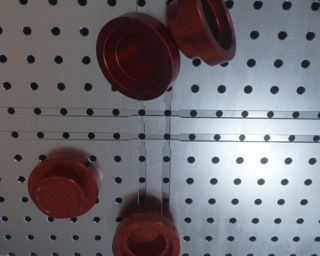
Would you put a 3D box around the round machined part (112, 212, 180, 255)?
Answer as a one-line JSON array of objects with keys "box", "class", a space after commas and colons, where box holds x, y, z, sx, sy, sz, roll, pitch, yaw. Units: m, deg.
[{"box": [-0.020, 0.167, 0.466, 0.099, 0.042, 0.097, 0, 110, -1], "class": "round machined part"}]

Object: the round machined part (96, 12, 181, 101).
[{"box": [-0.021, -0.084, 0.358, 0.098, 0.042, 0.097, 16, 129, 21], "class": "round machined part"}]

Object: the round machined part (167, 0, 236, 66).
[{"box": [0.044, -0.114, 0.339, 0.042, 0.098, 0.098, -15, 112, 33], "class": "round machined part"}]

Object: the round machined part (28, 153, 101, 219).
[{"box": [-0.136, 0.087, 0.435, 0.099, 0.042, 0.097, 0, 110, -1], "class": "round machined part"}]
